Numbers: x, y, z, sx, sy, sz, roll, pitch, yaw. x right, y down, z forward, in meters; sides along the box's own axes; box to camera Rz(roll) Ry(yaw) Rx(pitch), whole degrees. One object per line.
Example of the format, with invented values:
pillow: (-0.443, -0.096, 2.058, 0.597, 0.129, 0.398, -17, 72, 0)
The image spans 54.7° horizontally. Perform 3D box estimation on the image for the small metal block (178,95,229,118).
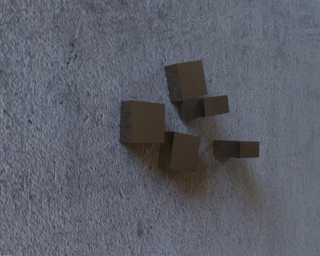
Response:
small metal block: (0.061, -0.030, 0.439, 0.050, 0.050, 0.025, -11, 97, -40)

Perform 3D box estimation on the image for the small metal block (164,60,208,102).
small metal block: (0.037, -0.067, 0.435, 0.050, 0.025, 0.050, -18, 102, -39)

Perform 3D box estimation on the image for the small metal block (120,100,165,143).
small metal block: (-0.021, -0.007, 0.386, 0.050, 0.025, 0.050, 3, 89, -40)

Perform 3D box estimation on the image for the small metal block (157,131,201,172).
small metal block: (0.027, 0.033, 0.427, 0.050, 0.025, 0.050, 12, 82, -39)

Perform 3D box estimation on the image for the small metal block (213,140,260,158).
small metal block: (0.121, 0.033, 0.489, 0.050, 0.050, 0.025, 3, 88, -40)
